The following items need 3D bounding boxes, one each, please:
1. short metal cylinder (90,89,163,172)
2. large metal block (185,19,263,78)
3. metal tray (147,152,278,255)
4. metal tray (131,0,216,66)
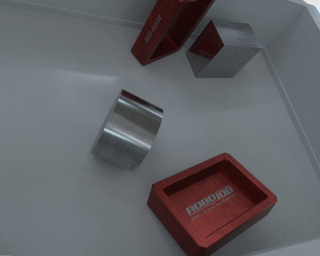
[{"bbox_3d":[-0.038,0.003,0.350,0.050,0.080,0.080,26,52,-12],"label":"short metal cylinder"},{"bbox_3d":[0.102,-0.125,0.504,0.081,0.080,0.050,-6,65,-31],"label":"large metal block"},{"bbox_3d":[0.063,0.085,0.364,0.131,0.030,0.090,-18,48,-35],"label":"metal tray"},{"bbox_3d":[0.020,-0.152,0.443,0.091,0.129,0.030,-32,80,-38],"label":"metal tray"}]
